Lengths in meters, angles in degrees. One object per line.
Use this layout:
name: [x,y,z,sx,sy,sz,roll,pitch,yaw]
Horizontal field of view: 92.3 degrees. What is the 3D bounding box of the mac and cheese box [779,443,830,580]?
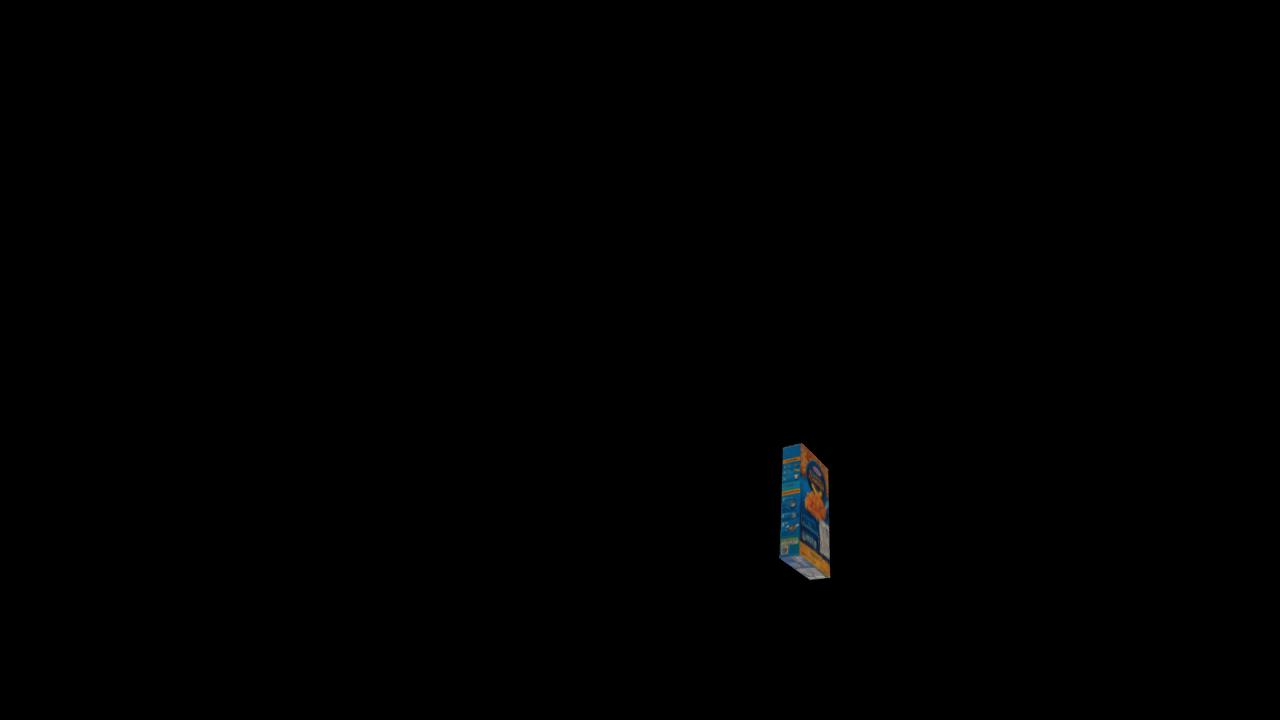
mac and cheese box: [0.254,0.230,0.943,0.041,0.184,0.093,-22,-49,37]
